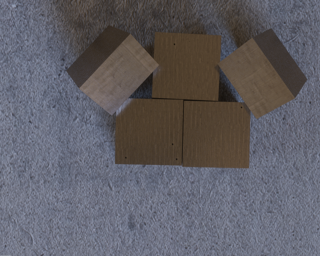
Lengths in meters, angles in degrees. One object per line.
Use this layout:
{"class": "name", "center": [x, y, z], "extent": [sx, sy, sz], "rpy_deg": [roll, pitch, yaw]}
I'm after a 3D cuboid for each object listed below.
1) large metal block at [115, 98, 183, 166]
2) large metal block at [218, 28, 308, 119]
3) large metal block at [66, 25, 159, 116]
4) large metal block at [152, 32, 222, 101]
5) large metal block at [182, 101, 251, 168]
{"class": "large metal block", "center": [-0.013, 0.004, 0.398], "extent": [0.081, 0.050, 0.079], "rpy_deg": [1, 90, -1]}
{"class": "large metal block", "center": [0.128, -0.069, 0.379], "extent": [0.050, 0.080, 0.080], "rpy_deg": [-35, 90, 40]}
{"class": "large metal block", "center": [-0.060, -0.073, 0.376], "extent": [0.080, 0.080, 0.050], "rpy_deg": [-47, 125, 0]}
{"class": "large metal block", "center": [0.032, -0.075, 0.399], "extent": [0.081, 0.050, 0.079], "rpy_deg": [3, 90, -1]}
{"class": "large metal block", "center": [0.068, 0.008, 0.398], "extent": [0.081, 0.050, 0.079], "rpy_deg": [1, 90, -1]}
